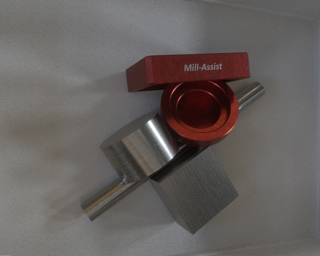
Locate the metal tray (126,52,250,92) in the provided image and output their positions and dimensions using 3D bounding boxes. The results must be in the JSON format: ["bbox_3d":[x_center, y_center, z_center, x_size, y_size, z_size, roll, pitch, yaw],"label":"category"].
[{"bbox_3d":[0.032,-0.068,0.386,0.131,0.090,0.030,-7,93,-21],"label":"metal tray"}]

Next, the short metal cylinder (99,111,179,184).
[{"bbox_3d":[-0.024,0.022,0.372,0.080,0.080,0.050,-35,102,-17],"label":"short metal cylinder"}]

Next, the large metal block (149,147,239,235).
[{"bbox_3d":[0.043,0.078,0.412,0.080,0.050,0.080,-35,102,-17],"label":"large metal block"}]

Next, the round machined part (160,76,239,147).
[{"bbox_3d":[0.049,-0.020,0.404,0.099,0.042,0.098,2,66,-4],"label":"round machined part"}]

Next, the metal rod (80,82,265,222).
[{"bbox_3d":[0.029,0.022,0.421,0.302,0.025,0.025,-34,102,-17],"label":"metal rod"}]
